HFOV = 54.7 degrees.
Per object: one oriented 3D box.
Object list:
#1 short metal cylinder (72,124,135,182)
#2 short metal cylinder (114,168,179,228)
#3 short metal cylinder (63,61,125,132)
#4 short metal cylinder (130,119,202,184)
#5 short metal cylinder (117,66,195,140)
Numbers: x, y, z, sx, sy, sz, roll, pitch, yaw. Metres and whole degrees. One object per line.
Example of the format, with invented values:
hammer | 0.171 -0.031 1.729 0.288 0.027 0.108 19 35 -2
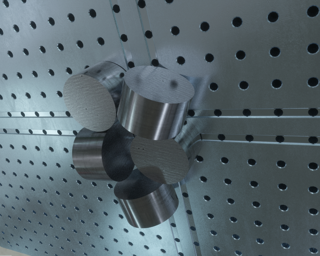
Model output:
short metal cylinder | -0.076 0.035 0.438 0.050 0.080 0.080 -3 117 29
short metal cylinder | -0.019 0.096 0.444 0.080 0.080 0.050 -6 116 31
short metal cylinder | -0.079 -0.042 0.410 0.080 0.050 0.079 14 125 21
short metal cylinder | 0.009 0.026 0.407 0.080 0.050 0.079 13 124 20
short metal cylinder | -0.006 -0.031 0.360 0.080 0.080 0.050 25 127 12
